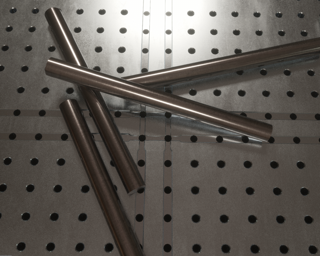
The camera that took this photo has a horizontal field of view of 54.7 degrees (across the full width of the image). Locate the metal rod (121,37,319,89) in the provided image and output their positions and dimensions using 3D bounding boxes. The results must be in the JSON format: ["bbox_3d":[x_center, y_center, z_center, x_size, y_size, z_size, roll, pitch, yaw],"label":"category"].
[{"bbox_3d":[0.095,-0.091,0.446,0.302,0.025,0.025,-12,71,-5],"label":"metal rod"}]

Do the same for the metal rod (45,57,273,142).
[{"bbox_3d":[0.000,-0.037,0.408,0.302,0.025,0.025,17,71,-1],"label":"metal rod"}]

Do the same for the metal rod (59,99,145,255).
[{"bbox_3d":[-0.059,0.094,0.376,0.025,0.025,0.299,-25,72,-9],"label":"metal rod"}]

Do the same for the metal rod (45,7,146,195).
[{"bbox_3d":[-0.096,-0.049,0.428,0.025,0.025,0.299,-25,72,-9],"label":"metal rod"}]
